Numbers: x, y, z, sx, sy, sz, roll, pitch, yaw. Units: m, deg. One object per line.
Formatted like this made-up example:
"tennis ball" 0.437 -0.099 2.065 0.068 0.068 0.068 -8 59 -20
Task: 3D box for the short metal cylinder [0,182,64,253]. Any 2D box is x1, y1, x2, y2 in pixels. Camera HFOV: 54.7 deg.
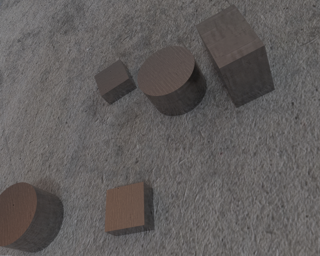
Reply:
"short metal cylinder" -0.176 0.118 0.408 0.080 0.050 0.080 -13 56 21

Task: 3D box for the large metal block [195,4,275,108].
"large metal block" 0.091 -0.085 0.373 0.050 0.080 0.080 -27 53 12

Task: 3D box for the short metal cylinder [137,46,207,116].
"short metal cylinder" 0.017 -0.063 0.418 0.080 0.050 0.080 -13 56 21

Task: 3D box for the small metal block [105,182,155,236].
"small metal block" -0.035 0.096 0.364 0.050 0.025 0.050 -16 55 19

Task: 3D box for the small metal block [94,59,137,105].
"small metal block" -0.070 -0.072 0.485 0.050 0.025 0.050 -32 52 7
